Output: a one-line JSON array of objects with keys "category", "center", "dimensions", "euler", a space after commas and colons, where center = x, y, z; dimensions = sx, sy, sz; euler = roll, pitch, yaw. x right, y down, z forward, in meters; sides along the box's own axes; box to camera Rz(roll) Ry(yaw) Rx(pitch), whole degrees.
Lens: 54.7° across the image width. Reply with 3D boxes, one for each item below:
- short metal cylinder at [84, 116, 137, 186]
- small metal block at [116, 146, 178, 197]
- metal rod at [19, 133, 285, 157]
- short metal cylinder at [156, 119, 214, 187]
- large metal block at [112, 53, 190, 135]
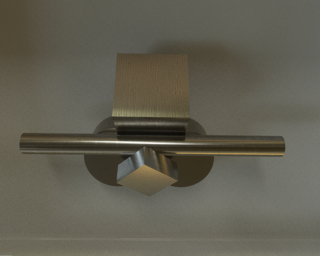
[{"category": "short metal cylinder", "center": [-0.054, 0.029, 0.407], "dimensions": [0.081, 0.050, 0.079], "euler": [0, 110, -1]}, {"category": "small metal block", "center": [-0.015, 0.053, 0.364], "dimensions": [0.050, 0.025, 0.050], "euler": [30, 130, -30]}, {"category": "metal rod", "center": [-0.008, 0.020, 0.364], "dimensions": [0.302, 0.025, 0.025], "euler": [1, 110, -1]}, {"category": "short metal cylinder", "center": [0.027, 0.030, 0.408], "dimensions": [0.081, 0.050, 0.079], "euler": [0, 110, -1]}, {"category": "large metal block", "center": [-0.009, -0.038, 0.360], "dimensions": [0.081, 0.050, 0.080], "euler": [1, 67, -1]}]
